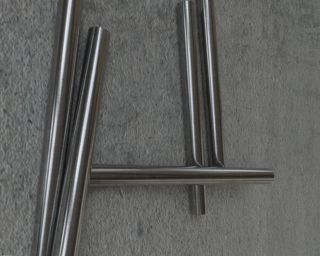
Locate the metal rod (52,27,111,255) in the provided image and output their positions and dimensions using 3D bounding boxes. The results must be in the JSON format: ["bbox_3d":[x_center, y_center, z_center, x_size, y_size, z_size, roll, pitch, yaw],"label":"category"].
[{"bbox_3d":[-0.082,0.038,0.312,0.025,0.025,0.299,17,72,-39],"label":"metal rod"}]

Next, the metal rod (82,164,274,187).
[{"bbox_3d":[0.042,0.063,0.411,0.302,0.025,0.025,6,87,-31],"label":"metal rod"}]

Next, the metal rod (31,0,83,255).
[{"bbox_3d":[-0.105,0.000,0.316,0.025,0.025,0.298,8,85,-40],"label":"metal rod"}]

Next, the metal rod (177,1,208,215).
[{"bbox_3d":[0.047,-0.026,0.443,0.025,0.025,0.298,-7,95,-40],"label":"metal rod"}]

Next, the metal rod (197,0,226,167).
[{"bbox_3d":[0.077,-0.078,0.468,0.025,0.025,0.298,-9,96,-40],"label":"metal rod"}]
